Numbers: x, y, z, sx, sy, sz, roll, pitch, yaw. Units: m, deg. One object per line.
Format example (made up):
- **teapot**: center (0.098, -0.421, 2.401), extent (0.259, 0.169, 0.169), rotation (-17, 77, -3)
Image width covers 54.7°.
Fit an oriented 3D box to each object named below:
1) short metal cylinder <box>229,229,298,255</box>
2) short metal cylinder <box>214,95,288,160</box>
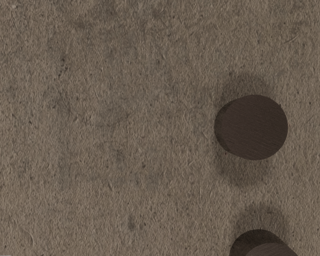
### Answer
- **short metal cylinder**: center (0.135, 0.179, 0.399), extent (0.081, 0.050, 0.079), rotation (0, 90, -1)
- **short metal cylinder**: center (0.115, -0.001, 0.399), extent (0.081, 0.050, 0.079), rotation (0, 90, -1)
